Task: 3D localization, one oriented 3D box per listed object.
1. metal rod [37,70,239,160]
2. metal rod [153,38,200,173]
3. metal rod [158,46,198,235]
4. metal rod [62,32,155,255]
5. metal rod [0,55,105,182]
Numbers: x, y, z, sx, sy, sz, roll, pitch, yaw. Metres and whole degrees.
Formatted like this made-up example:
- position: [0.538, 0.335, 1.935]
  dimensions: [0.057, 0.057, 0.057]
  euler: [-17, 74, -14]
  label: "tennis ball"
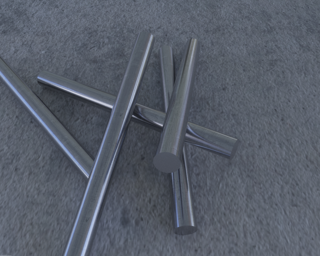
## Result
- position: [-0.046, -0.025, 0.401]
  dimensions: [0.301, 0.025, 0.025]
  euler: [21, 53, 25]
  label: "metal rod"
- position: [0.031, -0.054, 0.400]
  dimensions: [0.025, 0.025, 0.301]
  euler: [8, 36, 6]
  label: "metal rod"
- position: [0.018, -0.010, 0.411]
  dimensions: [0.025, 0.025, 0.300]
  euler: [-2, 50, -2]
  label: "metal rod"
- position: [-0.052, 0.009, 0.352]
  dimensions: [0.025, 0.025, 0.300]
  euler: [10, 64, 8]
  label: "metal rod"
- position: [-0.169, -0.027, 0.423]
  dimensions: [0.025, 0.025, 0.300]
  euler: [-34, 58, -26]
  label: "metal rod"
